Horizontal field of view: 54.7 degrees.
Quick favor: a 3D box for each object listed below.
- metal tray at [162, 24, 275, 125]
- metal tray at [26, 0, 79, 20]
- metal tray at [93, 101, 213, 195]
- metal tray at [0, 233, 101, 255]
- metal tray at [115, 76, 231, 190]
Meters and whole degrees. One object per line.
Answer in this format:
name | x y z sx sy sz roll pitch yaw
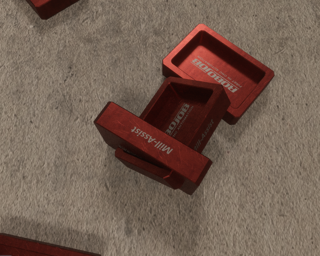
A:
metal tray | 0.079 -0.077 0.434 0.130 0.030 0.090 39 74 12
metal tray | -0.186 -0.243 0.491 0.090 0.030 0.130 -38 75 -13
metal tray | -0.009 0.027 0.363 0.130 0.090 0.030 30 74 10
metal tray | -0.138 0.174 0.340 0.131 0.030 0.090 11 70 3
metal tray | 0.015 0.000 0.376 0.090 0.030 0.130 18 66 41
